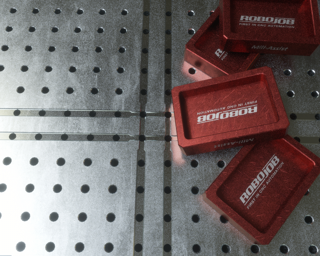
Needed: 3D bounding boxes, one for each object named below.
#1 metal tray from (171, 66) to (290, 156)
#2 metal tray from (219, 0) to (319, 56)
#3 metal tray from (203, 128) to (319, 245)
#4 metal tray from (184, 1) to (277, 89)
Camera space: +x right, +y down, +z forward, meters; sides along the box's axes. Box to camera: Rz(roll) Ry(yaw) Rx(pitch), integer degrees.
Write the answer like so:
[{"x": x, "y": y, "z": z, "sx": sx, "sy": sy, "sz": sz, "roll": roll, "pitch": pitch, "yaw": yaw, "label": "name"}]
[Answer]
[{"x": 0.085, "y": -0.021, "z": 0.395, "sx": 0.131, "sy": 0.030, "sz": 0.090, "roll": -12, "pitch": 62, "yaw": 10, "label": "metal tray"}, {"x": 0.151, "y": -0.150, "z": 0.433, "sx": 0.131, "sy": 0.030, "sz": 0.090, "roll": 3, "pitch": 70, "yaw": 0, "label": "metal tray"}, {"x": 0.128, "y": 0.065, "z": 0.386, "sx": 0.090, "sy": 0.030, "sz": 0.130, "roll": 40, "pitch": 74, "yaw": 13, "label": "metal tray"}, {"x": 0.108, "y": -0.133, "z": 0.458, "sx": 0.090, "sy": 0.030, "sz": 0.130, "roll": 35, "pitch": 73, "yaw": 11, "label": "metal tray"}]
